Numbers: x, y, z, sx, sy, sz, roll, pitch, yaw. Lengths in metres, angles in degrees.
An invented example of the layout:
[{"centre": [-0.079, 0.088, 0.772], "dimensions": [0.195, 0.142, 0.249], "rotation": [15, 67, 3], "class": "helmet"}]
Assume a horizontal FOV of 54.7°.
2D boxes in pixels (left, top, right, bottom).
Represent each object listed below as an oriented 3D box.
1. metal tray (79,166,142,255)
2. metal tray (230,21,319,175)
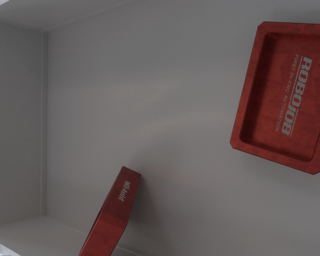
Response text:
[{"centre": [-0.063, 0.115, 0.393], "dimensions": [0.030, 0.130, 0.089], "rotation": [27, 106, -4], "class": "metal tray"}, {"centre": [0.127, -0.031, 0.298], "dimensions": [0.090, 0.030, 0.129], "rotation": [19, 102, 38], "class": "metal tray"}]
